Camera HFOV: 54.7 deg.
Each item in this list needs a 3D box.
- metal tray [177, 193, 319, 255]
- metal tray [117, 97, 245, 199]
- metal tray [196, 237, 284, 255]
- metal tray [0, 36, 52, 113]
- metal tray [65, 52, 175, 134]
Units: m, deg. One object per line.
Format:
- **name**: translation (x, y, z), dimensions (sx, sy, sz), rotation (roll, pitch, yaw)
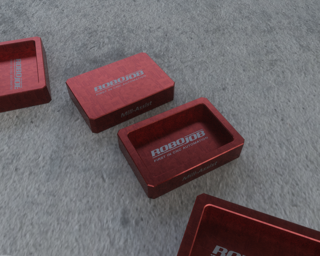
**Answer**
- **metal tray**: translation (0.081, 0.119, 0.261), dimensions (0.130, 0.030, 0.090), rotation (16, 52, 13)
- **metal tray**: translation (0.025, 0.019, 0.383), dimensions (0.131, 0.030, 0.090), rotation (-23, 54, -18)
- **metal tray**: translation (0.057, 0.157, 0.269), dimensions (0.131, 0.030, 0.090), rotation (-10, 51, -9)
- **metal tray**: translation (-0.218, -0.083, 0.466), dimensions (0.091, 0.030, 0.130), rotation (-13, 51, -12)
- **metal tray**: translation (-0.056, -0.055, 0.445), dimensions (0.131, 0.030, 0.090), rotation (-25, 55, -20)
